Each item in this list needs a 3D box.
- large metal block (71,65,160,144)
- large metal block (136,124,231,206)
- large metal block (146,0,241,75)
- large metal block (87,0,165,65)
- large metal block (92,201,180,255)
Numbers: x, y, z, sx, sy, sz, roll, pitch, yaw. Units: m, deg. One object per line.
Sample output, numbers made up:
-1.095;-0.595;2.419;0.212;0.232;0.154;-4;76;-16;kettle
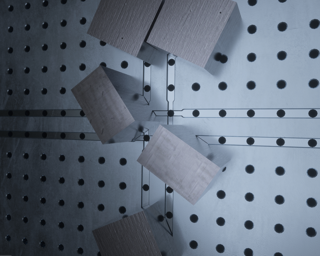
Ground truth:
-0.055;-0.028;0.403;0.050;0.080;0.080;-36;79;17;large metal block
0.032;0.039;0.372;0.080;0.080;0.050;36;102;16;large metal block
0.043;-0.122;0.384;0.080;0.050;0.080;29;99;17;large metal block
-0.037;-0.142;0.413;0.080;0.050;0.080;29;99;17;large metal block
-0.030;0.154;0.410;0.080;0.050;0.080;-26;82;18;large metal block
